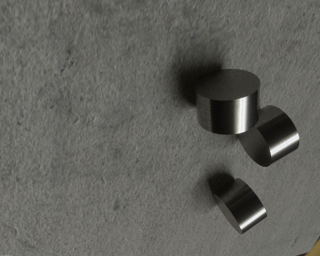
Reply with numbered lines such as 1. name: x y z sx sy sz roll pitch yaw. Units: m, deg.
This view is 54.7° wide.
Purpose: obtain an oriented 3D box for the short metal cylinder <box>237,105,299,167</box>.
1. short metal cylinder: 0.161 0.012 0.469 0.050 0.080 0.080 -28 128 -11

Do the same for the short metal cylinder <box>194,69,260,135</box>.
1. short metal cylinder: 0.086 -0.035 0.399 0.081 0.080 0.050 -22 127 -16

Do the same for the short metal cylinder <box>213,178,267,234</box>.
1. short metal cylinder: 0.135 0.133 0.530 0.050 0.080 0.080 -32 129 -8
